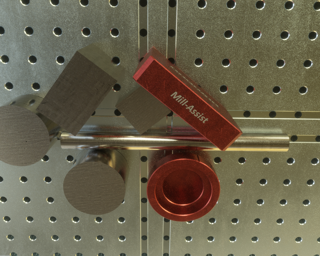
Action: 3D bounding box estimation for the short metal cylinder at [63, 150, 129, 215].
[{"bbox_3d":[-0.085,0.071,0.425,0.081,0.050,0.079,0,110,0],"label":"short metal cylinder"}]

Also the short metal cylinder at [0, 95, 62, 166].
[{"bbox_3d":[-0.174,0.002,0.399,0.081,0.050,0.079,0,110,0],"label":"short metal cylinder"}]

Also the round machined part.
[{"bbox_3d":[0.031,0.078,0.433,0.099,0.042,0.097,0,110,0],"label":"round machined part"}]

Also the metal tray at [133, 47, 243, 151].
[{"bbox_3d":[0.031,-0.037,0.365,0.130,0.090,0.030,38,106,-13],"label":"metal tray"}]

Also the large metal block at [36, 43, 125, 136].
[{"bbox_3d":[-0.089,-0.048,0.366,0.050,0.080,0.080,37,106,-13],"label":"large metal block"}]

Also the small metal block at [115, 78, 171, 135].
[{"bbox_3d":[-0.021,-0.028,0.403,0.050,0.025,0.050,-37,106,12],"label":"small metal block"}]

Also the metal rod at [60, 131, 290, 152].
[{"bbox_3d":[0.020,0.018,0.420,0.302,0.025,0.025,1,110,-1],"label":"metal rod"}]
